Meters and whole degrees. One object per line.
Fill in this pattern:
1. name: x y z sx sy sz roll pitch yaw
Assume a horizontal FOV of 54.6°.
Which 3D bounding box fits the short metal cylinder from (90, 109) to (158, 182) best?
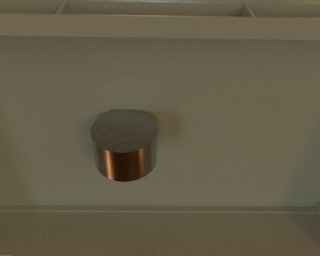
1. short metal cylinder: -0.044 0.020 0.390 0.080 0.080 0.050 1 130 -1
